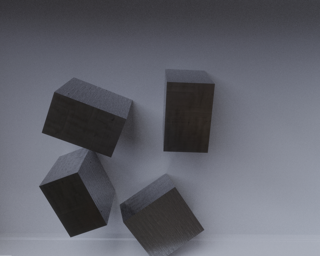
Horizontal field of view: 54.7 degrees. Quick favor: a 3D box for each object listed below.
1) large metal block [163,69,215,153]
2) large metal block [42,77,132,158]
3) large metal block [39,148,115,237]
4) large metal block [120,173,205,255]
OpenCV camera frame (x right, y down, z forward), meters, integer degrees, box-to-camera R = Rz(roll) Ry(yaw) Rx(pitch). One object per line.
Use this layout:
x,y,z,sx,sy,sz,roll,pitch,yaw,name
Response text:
0.030,-0.024,0.374,0.050,0.080,0.079,2,110,-1,large metal block
-0.083,-0.016,0.375,0.080,0.080,0.050,21,109,-8,large metal block
-0.104,0.080,0.410,0.050,0.080,0.080,-21,109,7,large metal block
0.002,0.125,0.434,0.080,0.050,0.080,-34,107,-4,large metal block
